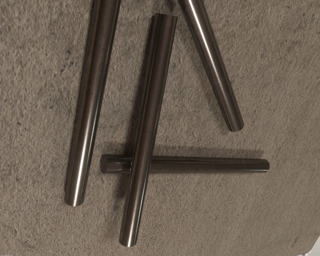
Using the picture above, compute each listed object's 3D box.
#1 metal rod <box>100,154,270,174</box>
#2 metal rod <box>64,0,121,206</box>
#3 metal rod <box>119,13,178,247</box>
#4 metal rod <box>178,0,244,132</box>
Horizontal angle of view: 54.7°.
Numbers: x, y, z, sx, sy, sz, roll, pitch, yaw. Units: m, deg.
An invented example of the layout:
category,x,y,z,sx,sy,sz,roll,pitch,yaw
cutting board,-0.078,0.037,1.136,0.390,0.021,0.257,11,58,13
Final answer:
category,x,y,z,sx,sy,sz,roll,pitch,yaw
metal rod,0.057,0.057,0.475,0.302,0.025,0.025,5,116,-31
metal rod,-0.075,-0.037,0.343,0.025,0.025,0.298,1,118,-29
metal rod,-0.019,0.016,0.382,0.025,0.025,0.298,0,111,-29
metal rod,0.056,-0.103,0.375,0.025,0.025,0.299,-35,129,-5
